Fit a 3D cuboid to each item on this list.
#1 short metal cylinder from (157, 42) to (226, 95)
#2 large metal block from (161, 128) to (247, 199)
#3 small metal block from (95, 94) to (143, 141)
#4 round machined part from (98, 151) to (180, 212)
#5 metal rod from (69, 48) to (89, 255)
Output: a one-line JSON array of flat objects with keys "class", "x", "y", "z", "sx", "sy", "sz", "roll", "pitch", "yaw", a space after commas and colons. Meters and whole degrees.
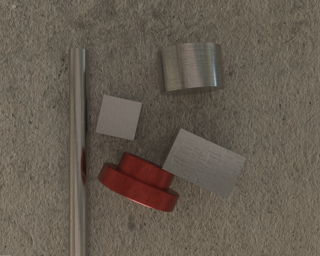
[{"class": "short metal cylinder", "x": 0.038, "y": -0.070, "z": 0.383, "sx": 0.081, "sy": 0.080, "sz": 0.050, "roll": -5, "pitch": 90, "yaw": -1}, {"class": "large metal block", "x": 0.049, "y": 0.039, "z": 0.383, "sx": 0.080, "sy": 0.080, "sz": 0.050, "roll": 25, "pitch": 90, "yaw": -1}, {"class": "small metal block", "x": -0.053, "y": -0.013, "z": 0.409, "sx": 0.050, "sy": 0.025, "sz": 0.050, "roll": 12, "pitch": 90, "yaw": -1}, {"class": "round machined part", "x": -0.021, "y": 0.060, "z": 0.374, "sx": 0.098, "sy": 0.098, "sz": 0.042, "roll": 24, "pitch": 86, "yaw": -1}, {"class": "metal rod", "x": -0.107, "y": 0.047, "z": 0.408, "sx": 0.025, "sy": 0.025, "sz": 0.298, "roll": 0, "pitch": 90, "yaw": -1}]
